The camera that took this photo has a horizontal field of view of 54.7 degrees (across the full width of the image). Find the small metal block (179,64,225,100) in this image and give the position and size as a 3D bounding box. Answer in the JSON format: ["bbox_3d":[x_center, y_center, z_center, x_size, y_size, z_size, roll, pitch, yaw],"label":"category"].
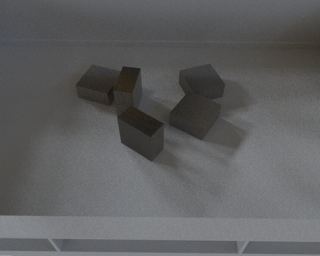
[{"bbox_3d":[0.061,-0.066,0.461,0.050,0.025,0.050,-15,52,-13],"label":"small metal block"}]

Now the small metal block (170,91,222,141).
[{"bbox_3d":[0.048,-0.018,0.420,0.050,0.025,0.050,27,55,20],"label":"small metal block"}]

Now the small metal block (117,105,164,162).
[{"bbox_3d":[-0.023,0.007,0.383,0.050,0.050,0.025,30,56,22],"label":"small metal block"}]

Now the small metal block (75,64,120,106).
[{"bbox_3d":[-0.088,-0.064,0.458,0.050,0.025,0.050,16,52,13],"label":"small metal block"}]

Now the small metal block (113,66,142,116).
[{"bbox_3d":[-0.043,-0.049,0.429,0.025,0.050,0.050,7,51,6],"label":"small metal block"}]
